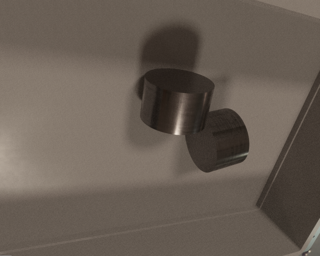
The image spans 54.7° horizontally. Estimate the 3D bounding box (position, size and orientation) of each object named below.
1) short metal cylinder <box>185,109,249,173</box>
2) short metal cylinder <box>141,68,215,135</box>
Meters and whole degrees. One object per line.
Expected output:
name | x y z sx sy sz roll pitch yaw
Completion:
short metal cylinder | 0.077 0.016 0.427 0.050 0.080 0.079 -13 124 -22
short metal cylinder | 0.019 -0.033 0.365 0.081 0.080 0.050 -6 121 -26
